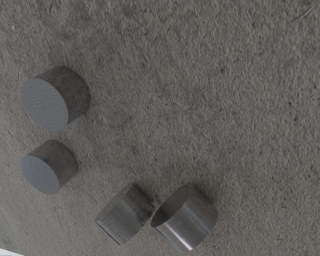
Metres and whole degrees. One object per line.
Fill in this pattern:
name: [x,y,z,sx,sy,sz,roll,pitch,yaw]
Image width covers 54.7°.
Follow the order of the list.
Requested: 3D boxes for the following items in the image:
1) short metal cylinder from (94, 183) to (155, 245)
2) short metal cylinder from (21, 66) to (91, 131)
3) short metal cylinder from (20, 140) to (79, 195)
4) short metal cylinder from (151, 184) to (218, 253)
short metal cylinder: [-0.055,0.133,0.482,0.050,0.080,0.080,46,129,-4]
short metal cylinder: [-0.148,-0.042,0.443,0.080,0.050,0.079,13,124,21]
short metal cylinder: [-0.189,0.067,0.532,0.080,0.050,0.079,13,124,21]
short metal cylinder: [0.034,0.124,0.430,0.050,0.080,0.080,46,129,-4]
